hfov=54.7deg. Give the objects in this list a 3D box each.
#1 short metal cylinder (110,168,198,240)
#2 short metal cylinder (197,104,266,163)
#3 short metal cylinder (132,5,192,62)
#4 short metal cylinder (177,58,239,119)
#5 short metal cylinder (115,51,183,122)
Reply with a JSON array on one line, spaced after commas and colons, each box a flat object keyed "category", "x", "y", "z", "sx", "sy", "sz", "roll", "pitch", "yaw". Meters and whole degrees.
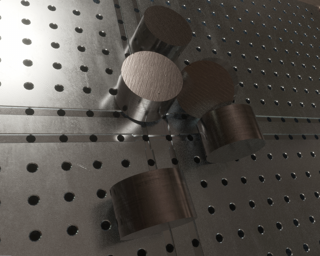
[{"category": "short metal cylinder", "x": -0.007, "y": 0.080, "z": 0.322, "sx": 0.081, "sy": 0.080, "sz": 0.050, "roll": -3, "pitch": 63, "yaw": -30}, {"category": "short metal cylinder", "x": 0.095, "y": 0.009, "z": 0.421, "sx": 0.081, "sy": 0.080, "sz": 0.050, "roll": 1, "pitch": 62, "yaw": -28}, {"category": "short metal cylinder", "x": 0.003, "y": -0.142, "z": 0.482, "sx": 0.081, "sy": 0.050, "sz": 0.080, "roll": 14, "pitch": 56, "yaw": -21}, {"category": "short metal cylinder", "x": 0.067, "y": -0.057, "z": 0.437, "sx": 0.080, "sy": 0.080, "sz": 0.050, "roll": 45, "pitch": 26, "yaw": 2}, {"category": "short metal cylinder", "x": -0.016, "y": -0.055, "z": 0.412, "sx": 0.081, "sy": 0.050, "sz": 0.080, "roll": 9, "pitch": 58, "yaw": -15}]
